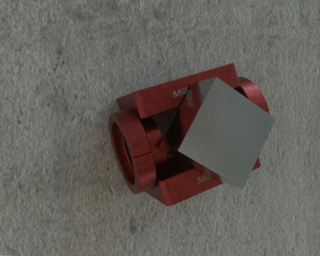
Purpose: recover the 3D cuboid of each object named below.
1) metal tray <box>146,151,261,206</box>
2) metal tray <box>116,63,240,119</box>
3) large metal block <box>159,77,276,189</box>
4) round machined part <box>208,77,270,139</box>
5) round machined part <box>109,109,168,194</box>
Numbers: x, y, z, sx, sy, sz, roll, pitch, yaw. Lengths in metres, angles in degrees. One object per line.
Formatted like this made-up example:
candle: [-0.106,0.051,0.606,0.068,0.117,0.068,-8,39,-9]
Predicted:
metal tray: [0.047,0.051,0.393,0.131,0.090,0.030,-19,97,-19]
metal tray: [0.020,-0.044,0.385,0.131,0.090,0.030,-19,97,-19]
large metal block: [0.059,0.005,0.322,0.080,0.050,0.080,31,80,-18]
round machined part: [0.095,-0.015,0.407,0.042,0.098,0.097,-17,96,-20]
round machined part: [-0.024,0.024,0.363,0.042,0.098,0.097,-17,96,-20]
